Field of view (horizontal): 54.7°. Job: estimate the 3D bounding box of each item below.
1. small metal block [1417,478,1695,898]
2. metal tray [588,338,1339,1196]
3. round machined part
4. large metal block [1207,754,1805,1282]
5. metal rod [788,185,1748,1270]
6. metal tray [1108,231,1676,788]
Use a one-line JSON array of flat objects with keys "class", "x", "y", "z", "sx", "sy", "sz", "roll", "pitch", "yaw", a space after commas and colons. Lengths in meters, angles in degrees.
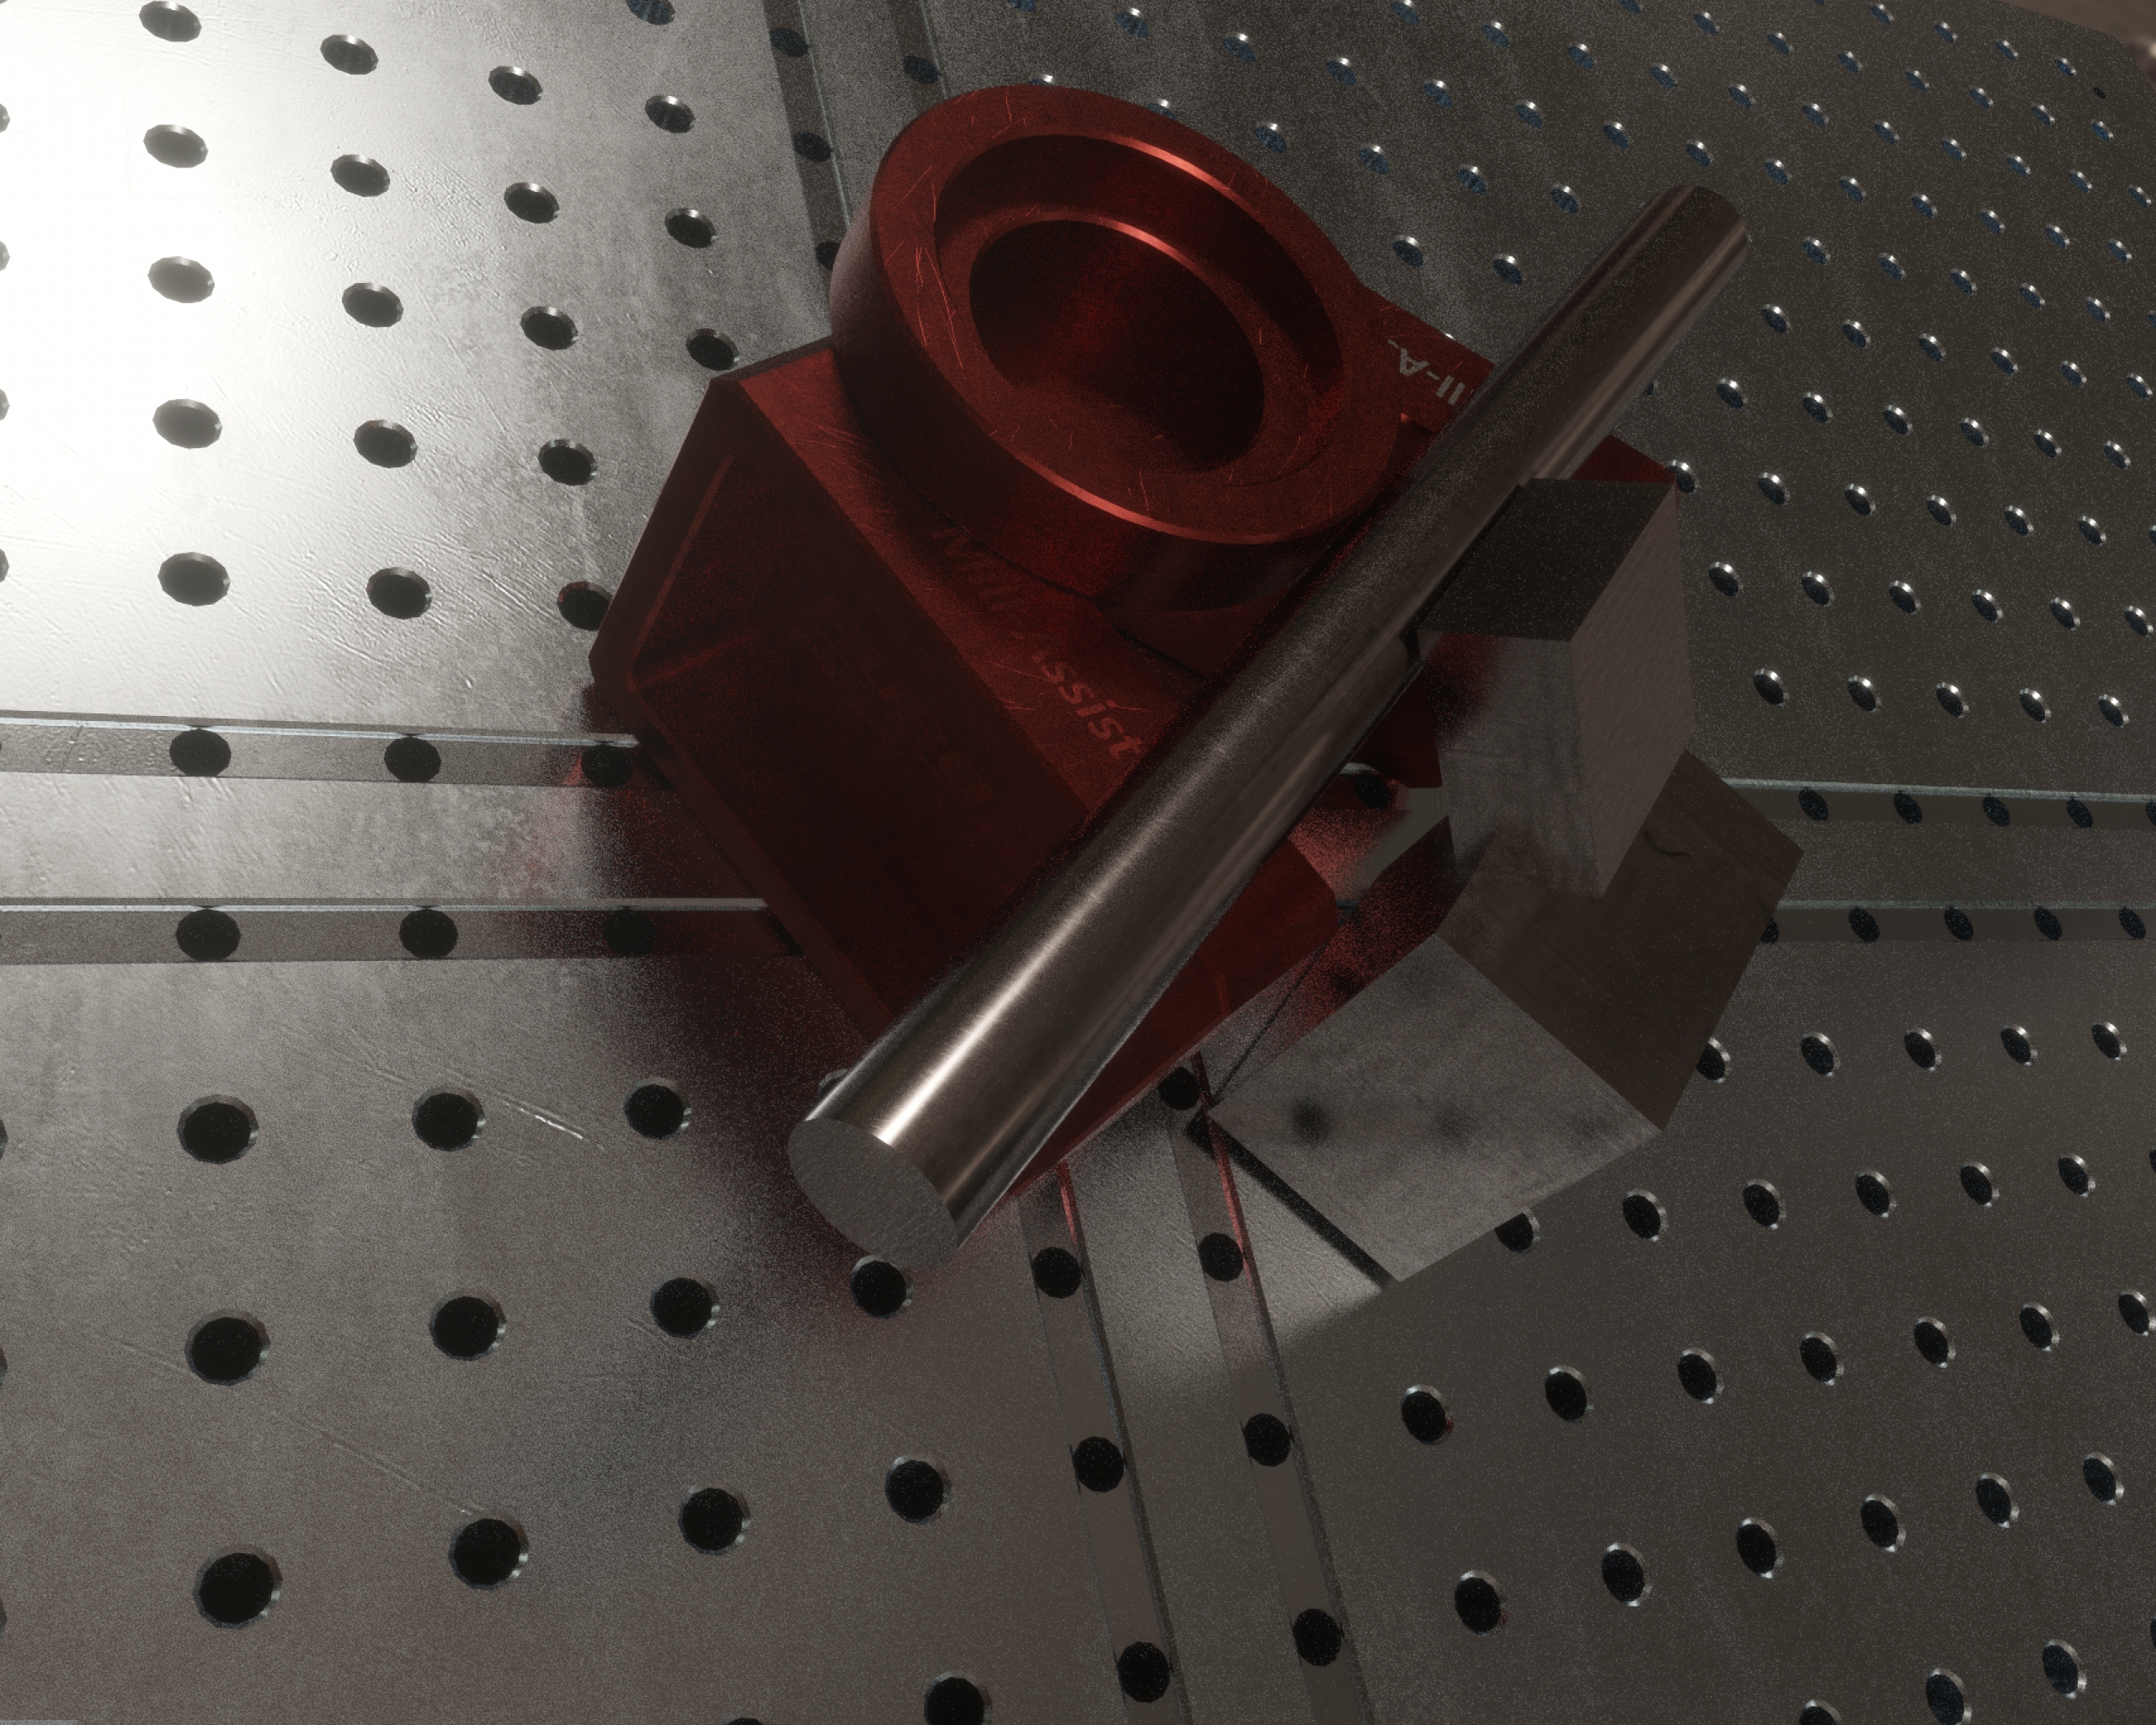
[{"class": "small metal block", "x": 0.082, "y": -0.030, "z": 0.352, "sx": 0.025, "sy": 0.050, "sz": 0.050, "roll": 9, "pitch": 42, "yaw": 32}, {"class": "metal tray", "x": -0.025, "y": -0.014, "z": 0.362, "sx": 0.030, "sy": 0.090, "sz": 0.130, "roll": -33, "pitch": 81, "yaw": -38}, {"class": "round machined part", "x": 0.003, "y": -0.084, "z": 0.363, "sx": 0.099, "sy": 0.042, "sz": 0.098, "roll": 14, "pitch": 56, "yaw": -21}, {"class": "large metal block", "x": 0.081, "y": 0.023, "z": 0.400, "sx": 0.050, "sy": 0.080, "sz": 0.080, "roll": 42, "pitch": 51, "yaw": 0}, {"class": "metal rod", "x": 0.053, "y": -0.046, "z": 0.350, "sx": 0.025, "sy": 0.025, "sz": 0.301, "roll": 42, "pitch": 51, "yaw": 0}, {"class": "metal tray", "x": 0.046, "y": -0.075, "z": 0.438, "sx": 0.131, "sy": 0.090, "sz": 0.030, "roll": 28, "pitch": 53, "yaw": -11}]
